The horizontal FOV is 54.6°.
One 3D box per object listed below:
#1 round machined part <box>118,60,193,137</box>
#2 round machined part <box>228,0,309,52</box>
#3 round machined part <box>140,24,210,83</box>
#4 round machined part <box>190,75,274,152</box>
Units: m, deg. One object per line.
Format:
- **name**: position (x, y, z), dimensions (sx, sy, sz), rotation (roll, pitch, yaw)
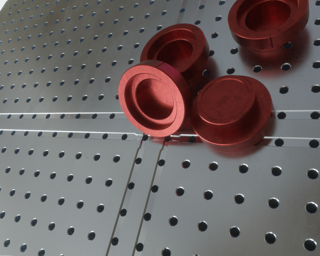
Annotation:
- **round machined part**: position (-0.002, -0.041, 0.401), dimensions (0.098, 0.097, 0.042), rotation (7, 30, 31)
- **round machined part**: position (0.143, -0.140, 0.409), dimensions (0.098, 0.042, 0.098), rotation (-13, 56, 21)
- **round machined part**: position (0.024, -0.099, 0.446), dimensions (0.098, 0.042, 0.098), rotation (-13, 56, 21)
- **round machined part**: position (0.082, -0.024, 0.370), dimensions (0.098, 0.042, 0.098), rotation (-13, 56, 21)
